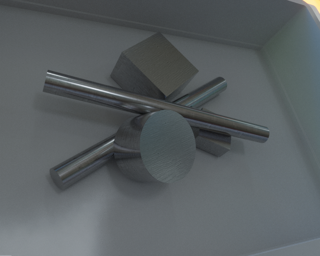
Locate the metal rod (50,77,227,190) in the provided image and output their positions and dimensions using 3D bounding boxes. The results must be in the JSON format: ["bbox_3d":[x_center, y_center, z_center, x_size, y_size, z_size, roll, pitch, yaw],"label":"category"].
[{"bbox_3d":[-0.004,-0.010,0.408,0.302,0.025,0.025,-31,79,-38],"label":"metal rod"}]

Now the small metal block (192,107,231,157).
[{"bbox_3d":[0.073,0.006,0.439,0.050,0.025,0.050,24,53,-14],"label":"small metal block"}]

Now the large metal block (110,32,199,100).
[{"bbox_3d":[-0.007,-0.076,0.431,0.080,0.050,0.080,46,51,3],"label":"large metal block"}]

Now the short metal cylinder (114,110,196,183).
[{"bbox_3d":[-0.005,0.022,0.355,0.081,0.050,0.080,7,79,-39],"label":"short metal cylinder"}]

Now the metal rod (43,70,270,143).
[{"bbox_3d":[0.012,-0.021,0.392,0.302,0.025,0.025,13,57,-22],"label":"metal rod"}]
